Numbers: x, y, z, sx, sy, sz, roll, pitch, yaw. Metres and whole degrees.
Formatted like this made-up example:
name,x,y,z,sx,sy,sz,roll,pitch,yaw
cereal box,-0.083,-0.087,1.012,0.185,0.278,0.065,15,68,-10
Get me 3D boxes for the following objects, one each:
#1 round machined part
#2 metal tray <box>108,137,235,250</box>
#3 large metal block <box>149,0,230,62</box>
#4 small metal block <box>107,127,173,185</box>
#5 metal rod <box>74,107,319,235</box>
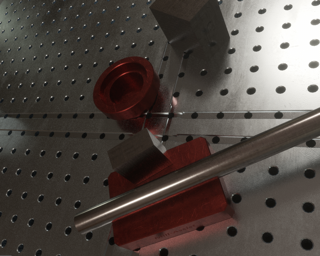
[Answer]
name,x,y,z,sx,sy,sz,roll,pitch,yaw
round machined part,-0.045,-0.053,0.452,0.098,0.042,0.098,-13,56,20
metal tray,0.007,0.075,0.354,0.130,0.030,0.090,-23,53,13
large metal block,0.043,-0.150,0.441,0.050,0.080,0.080,-50,52,-7
small metal block,-0.021,0.033,0.343,0.050,0.050,0.025,-32,52,7
metal rod,0.045,0.044,0.317,0.301,0.025,0.025,-25,53,12
